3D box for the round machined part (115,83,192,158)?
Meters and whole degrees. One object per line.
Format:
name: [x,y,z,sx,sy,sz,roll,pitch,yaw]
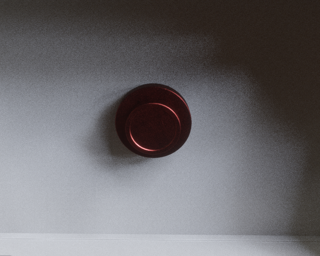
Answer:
round machined part: [-0.008,-0.005,0.397,0.099,0.042,0.097,0,110,0]
